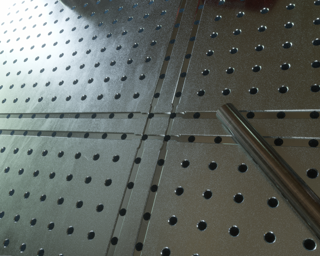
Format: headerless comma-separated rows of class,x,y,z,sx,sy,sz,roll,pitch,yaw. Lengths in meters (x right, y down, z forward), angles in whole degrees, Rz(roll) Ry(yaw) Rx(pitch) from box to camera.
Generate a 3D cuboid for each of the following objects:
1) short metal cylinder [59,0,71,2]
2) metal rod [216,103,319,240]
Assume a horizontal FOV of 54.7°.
short metal cylinder,-0.219,-0.340,0.716,0.080,0.050,0.080,-13,56,21
metal rod,0.142,0.078,0.285,0.025,0.025,0.300,-36,51,4
